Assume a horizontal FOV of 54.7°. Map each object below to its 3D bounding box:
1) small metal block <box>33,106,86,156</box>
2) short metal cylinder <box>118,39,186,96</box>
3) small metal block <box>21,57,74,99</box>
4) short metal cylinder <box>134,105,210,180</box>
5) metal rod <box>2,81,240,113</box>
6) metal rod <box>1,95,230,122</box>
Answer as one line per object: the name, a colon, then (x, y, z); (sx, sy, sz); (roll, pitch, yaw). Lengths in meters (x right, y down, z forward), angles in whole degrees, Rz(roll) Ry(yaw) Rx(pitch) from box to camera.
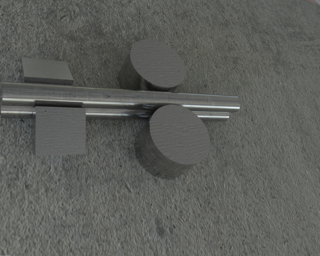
small metal block: (-0.108, 0.003, 0.332); (0.050, 0.025, 0.050); (1, 88, -29)
short metal cylinder: (-0.012, -0.075, 0.428); (0.081, 0.050, 0.080); (14, 56, -21)
small metal block: (-0.131, -0.057, 0.357); (0.050, 0.025, 0.050); (0, 35, -28)
short metal cylinder: (0.014, 0.018, 0.386); (0.081, 0.050, 0.080); (14, 56, -21)
metal rod: (-0.025, -0.035, 0.381); (0.303, 0.025, 0.025); (0, 62, -28)
metal rod: (-0.035, -0.022, 0.400); (0.303, 0.025, 0.025); (0, 62, -28)
